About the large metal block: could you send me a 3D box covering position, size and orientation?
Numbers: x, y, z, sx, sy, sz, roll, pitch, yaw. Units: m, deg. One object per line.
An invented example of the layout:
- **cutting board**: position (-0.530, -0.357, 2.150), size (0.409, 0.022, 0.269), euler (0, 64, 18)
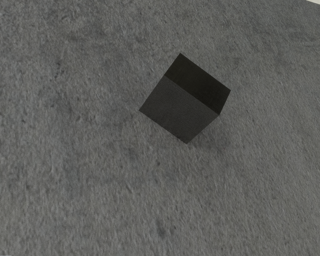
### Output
- **large metal block**: position (0.031, -0.036, 0.406), size (0.080, 0.080, 0.050), euler (36, 51, -5)
